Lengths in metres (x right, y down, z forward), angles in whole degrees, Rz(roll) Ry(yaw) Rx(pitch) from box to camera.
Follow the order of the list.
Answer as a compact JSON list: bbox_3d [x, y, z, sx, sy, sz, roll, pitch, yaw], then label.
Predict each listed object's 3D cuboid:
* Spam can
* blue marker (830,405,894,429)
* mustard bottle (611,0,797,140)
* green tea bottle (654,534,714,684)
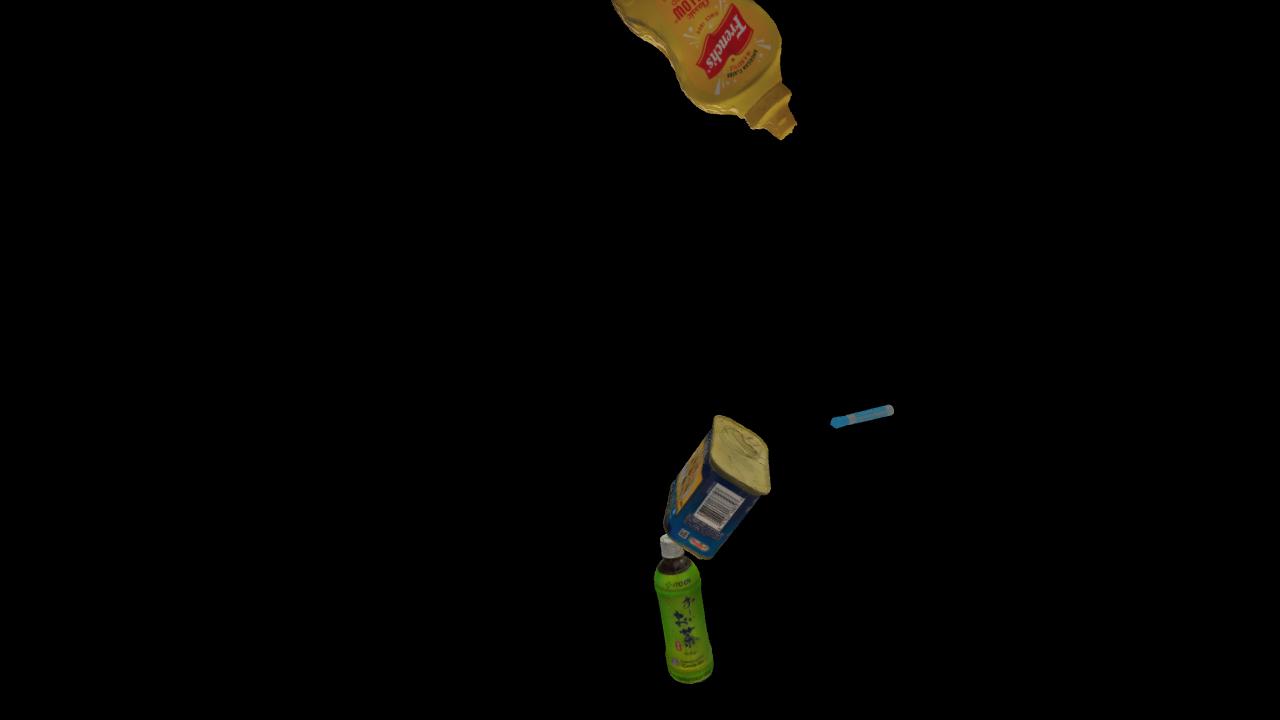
[{"bbox_3d":[0.066,0.110,0.538,0.058,0.085,0.101,31,22,-2],"label":"Spam can"},{"bbox_3d":[0.366,0.094,1.016,0.121,0.020,0.020,-10,3,-21],"label":"blue marker"},{"bbox_3d":[0.067,-0.259,0.512,0.092,0.184,0.054,-40,3,3],"label":"mustard bottle"},{"bbox_3d":[0.058,0.353,0.886,0.073,0.212,0.073,-11,10,2],"label":"green tea bottle"}]
